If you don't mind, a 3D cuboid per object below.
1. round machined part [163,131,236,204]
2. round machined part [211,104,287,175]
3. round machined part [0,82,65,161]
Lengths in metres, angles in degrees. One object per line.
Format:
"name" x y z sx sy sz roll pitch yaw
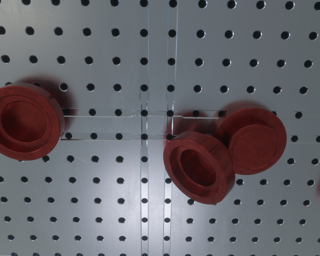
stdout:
"round machined part" 0.055 0.047 0.404 0.098 0.042 0.097 26 133 32
"round machined part" 0.120 0.020 0.413 0.099 0.042 0.097 0 110 0
"round machined part" -0.172 -0.011 0.399 0.099 0.042 0.097 0 110 0
